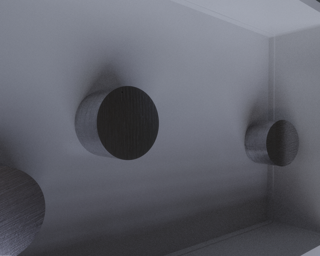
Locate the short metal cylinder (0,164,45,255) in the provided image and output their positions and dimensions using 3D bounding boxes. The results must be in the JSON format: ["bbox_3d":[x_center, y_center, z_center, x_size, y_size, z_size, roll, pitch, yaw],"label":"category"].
[{"bbox_3d":[-0.148,0.070,0.267,0.081,0.050,0.079,0,90,-40],"label":"short metal cylinder"}]

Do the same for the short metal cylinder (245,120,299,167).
[{"bbox_3d":[0.198,0.026,0.550,0.081,0.050,0.079,0,90,-28],"label":"short metal cylinder"}]

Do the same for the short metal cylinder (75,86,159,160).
[{"bbox_3d":[-0.048,-0.005,0.352,0.081,0.050,0.079,0,90,-40],"label":"short metal cylinder"}]
